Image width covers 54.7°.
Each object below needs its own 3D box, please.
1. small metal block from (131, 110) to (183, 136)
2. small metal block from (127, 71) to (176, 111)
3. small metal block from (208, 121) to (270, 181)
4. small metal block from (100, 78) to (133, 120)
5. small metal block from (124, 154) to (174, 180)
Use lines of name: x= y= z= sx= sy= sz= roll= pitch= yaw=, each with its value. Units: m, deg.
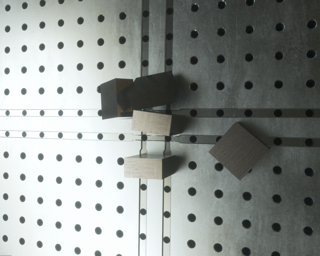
small metal block: x=-0.002 y=-0.007 z=0.399 sx=0.050 sy=0.050 sz=0.025 roll=9 pitch=95 yaw=19
small metal block: x=-0.009 y=-0.049 z=0.397 sx=0.050 sy=0.050 sz=0.025 roll=-9 pitch=118 yaw=16
small metal block: x=0.097 y=0.027 z=0.378 sx=0.050 sy=0.025 sz=0.050 roll=43 pitch=103 yaw=14
small metal block: x=-0.058 y=-0.038 z=0.419 sx=0.050 sy=0.025 sz=0.050 roll=-5 pitch=88 yaw=56
small metal block: x=-0.013 y=0.049 z=0.403 sx=0.050 sy=0.050 sz=0.025 roll=0 pitch=90 yaw=19
